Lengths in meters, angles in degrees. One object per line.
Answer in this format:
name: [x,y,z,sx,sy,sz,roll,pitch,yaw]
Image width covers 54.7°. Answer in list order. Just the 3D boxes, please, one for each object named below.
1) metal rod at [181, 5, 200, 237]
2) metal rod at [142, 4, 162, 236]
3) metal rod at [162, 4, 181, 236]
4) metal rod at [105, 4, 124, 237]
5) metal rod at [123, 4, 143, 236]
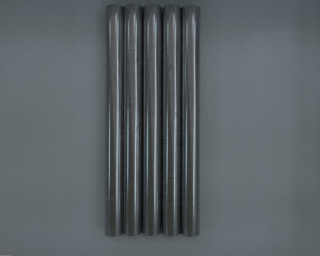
metal rod: [0.040,-0.009,0.410,0.025,0.025,0.298,0,90,0]
metal rod: [-0.010,-0.010,0.410,0.025,0.025,0.298,0,90,0]
metal rod: [0.015,-0.010,0.410,0.025,0.025,0.298,0,90,0]
metal rod: [-0.060,-0.010,0.410,0.025,0.025,0.298,0,90,0]
metal rod: [-0.036,-0.011,0.410,0.025,0.025,0.298,0,90,0]
